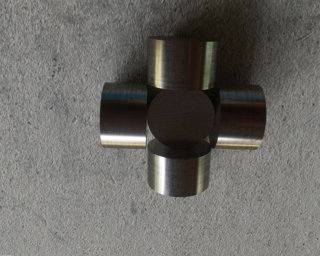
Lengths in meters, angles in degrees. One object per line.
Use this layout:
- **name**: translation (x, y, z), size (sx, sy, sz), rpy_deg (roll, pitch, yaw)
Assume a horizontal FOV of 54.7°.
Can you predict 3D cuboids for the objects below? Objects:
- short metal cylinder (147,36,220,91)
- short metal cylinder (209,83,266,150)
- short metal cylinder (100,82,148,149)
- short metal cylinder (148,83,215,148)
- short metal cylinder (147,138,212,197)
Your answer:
- **short metal cylinder**: translation (0.025, -0.076, 0.353), size (0.081, 0.080, 0.050), rpy_deg (2, 111, -1)
- **short metal cylinder**: translation (0.091, -0.014, 0.378), size (0.050, 0.080, 0.079), rpy_deg (2, 110, -1)
- **short metal cylinder**: translation (-0.041, -0.015, 0.376), size (0.050, 0.080, 0.079), rpy_deg (2, 110, -1)
- **short metal cylinder**: translation (0.025, -0.021, 0.391), size (0.081, 0.050, 0.079), rpy_deg (0, 110, -1)
- **short metal cylinder**: translation (0.024, 0.046, 0.399), size (0.081, 0.080, 0.050), rpy_deg (0, 110, -1)
